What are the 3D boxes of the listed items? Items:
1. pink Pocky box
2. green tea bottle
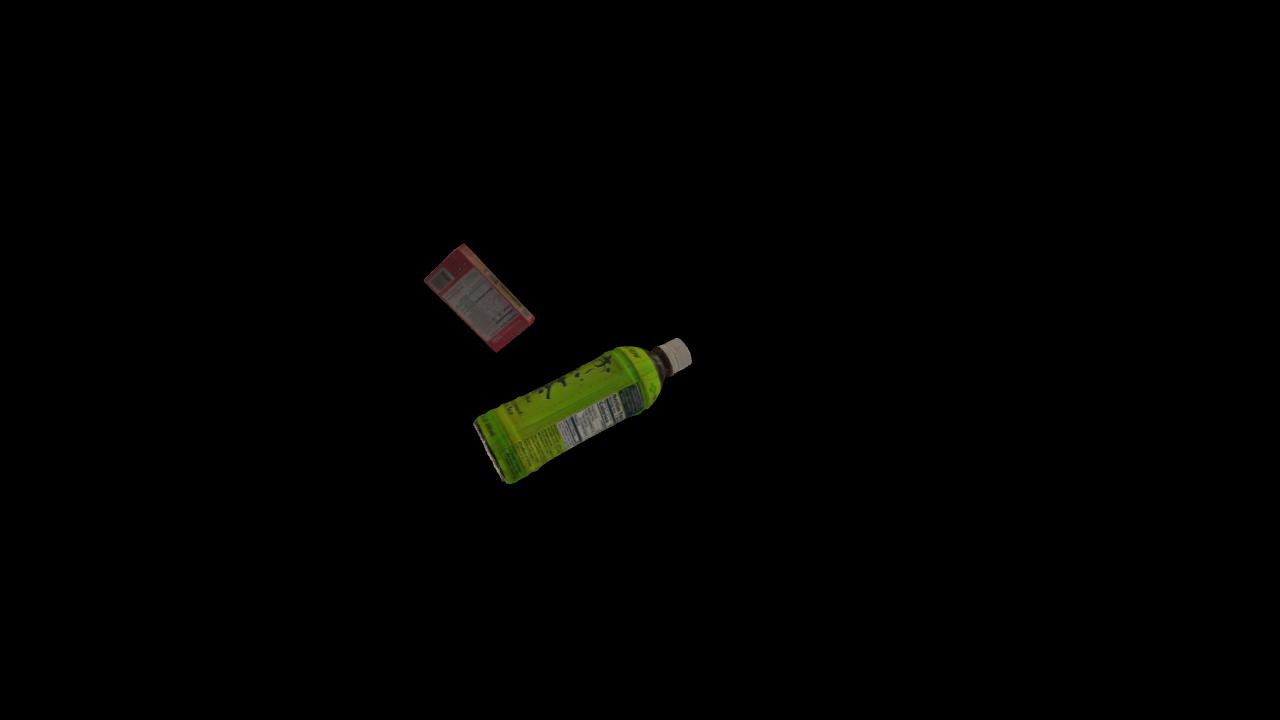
[{"bbox_3d":[-0.242,-0.092,0.933,0.084,0.155,0.029,-35,17,25],"label":"pink Pocky box"},{"bbox_3d":[-0.046,0.038,0.580,0.212,0.073,0.073,-25,8,-16],"label":"green tea bottle"}]
